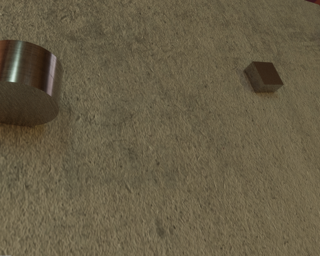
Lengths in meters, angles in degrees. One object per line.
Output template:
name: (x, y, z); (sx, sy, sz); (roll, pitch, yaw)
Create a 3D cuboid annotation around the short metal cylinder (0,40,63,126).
short metal cylinder: (-0.144, -0.043, 0.318); (0.081, 0.080, 0.050); (9, 58, -24)

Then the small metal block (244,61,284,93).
small metal block: (0.188, -0.092, 0.561); (0.050, 0.025, 0.050); (-4, 64, -30)
